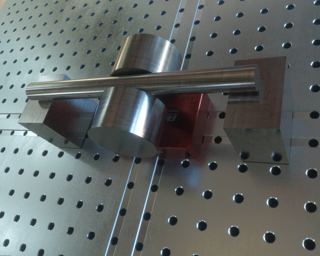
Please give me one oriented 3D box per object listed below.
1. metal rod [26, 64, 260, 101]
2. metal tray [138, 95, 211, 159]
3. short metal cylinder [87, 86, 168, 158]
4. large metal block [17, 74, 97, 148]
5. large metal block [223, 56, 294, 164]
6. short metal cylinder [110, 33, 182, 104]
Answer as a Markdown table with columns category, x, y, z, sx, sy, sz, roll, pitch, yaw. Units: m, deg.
| category | x | y | z | sx | sy | sz | roll | pitch | yaw |
| --- | --- | --- | --- | --- | --- | --- | --- | --- | --- |
| metal rod | -0.043 | -0.048 | 0.357 | 0.300 | 0.025 | 0.025 | 1 | 62 | 28 |
| metal tray | -0.006 | -0.010 | 0.414 | 0.130 | 0.030 | 0.090 | 2 | 62 | 29 |
| short metal cylinder | -0.036 | -0.004 | 0.356 | 0.080 | 0.080 | 0.050 | 1 | 62 | 28 |
| large metal block | -0.149 | -0.023 | 0.464 | 0.050 | 0.080 | 0.080 | 1 | 62 | 29 |
| large metal block | 0.107 | -0.016 | 0.325 | 0.050 | 0.080 | 0.080 | 1 | 62 | 29 |
| short metal cylinder | -0.017 | -0.071 | 0.387 | 0.080 | 0.080 | 0.050 | 1 | 62 | 28 |
